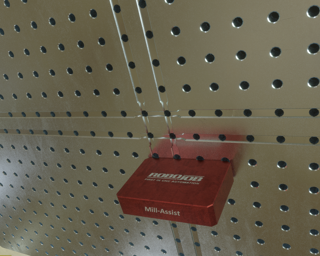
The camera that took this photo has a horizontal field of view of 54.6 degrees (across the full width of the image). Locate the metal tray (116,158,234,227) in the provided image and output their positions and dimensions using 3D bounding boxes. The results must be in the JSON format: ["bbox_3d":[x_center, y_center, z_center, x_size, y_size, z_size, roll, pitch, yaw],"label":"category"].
[{"bbox_3d":[0.021,0.078,0.406,0.130,0.090,0.030,-1,118,28],"label":"metal tray"}]
